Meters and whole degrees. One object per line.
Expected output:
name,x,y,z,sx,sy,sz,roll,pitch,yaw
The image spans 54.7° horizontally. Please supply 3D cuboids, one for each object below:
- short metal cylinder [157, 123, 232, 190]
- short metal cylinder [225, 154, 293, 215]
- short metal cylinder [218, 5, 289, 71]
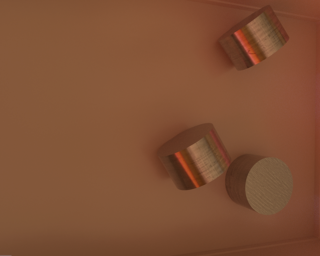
short metal cylinder,0.043,0.035,0.397,0.080,0.080,0.050,-33,101,-17
short metal cylinder,0.143,0.080,0.450,0.081,0.050,0.080,0,90,-20
short metal cylinder,0.128,-0.124,0.428,0.080,0.080,0.050,-41,103,-15
